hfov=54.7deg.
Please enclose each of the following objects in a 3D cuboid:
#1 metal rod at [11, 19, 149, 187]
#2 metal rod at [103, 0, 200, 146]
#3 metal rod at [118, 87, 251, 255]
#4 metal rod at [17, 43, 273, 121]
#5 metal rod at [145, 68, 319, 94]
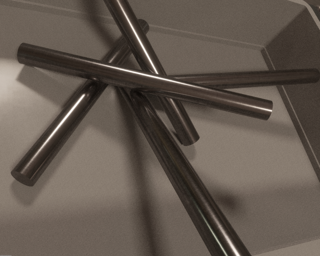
[{"bbox_3d":[-0.082,-0.055,0.396,0.025,0.025,0.301,33,51,-8],"label":"metal rod"},{"bbox_3d":[-0.028,-0.107,0.379,0.025,0.025,0.299,-44,112,-39],"label":"metal rod"},{"bbox_3d":[0.005,0.020,0.316,0.025,0.025,0.300,1,35,-28],"label":"metal rod"},{"bbox_3d":[-0.016,-0.055,0.370,0.302,0.025,0.025,13,55,-1],"label":"metal rod"},{"bbox_3d":[0.114,-0.073,0.473,0.303,0.025,0.025,-6,64,-17],"label":"metal rod"}]
